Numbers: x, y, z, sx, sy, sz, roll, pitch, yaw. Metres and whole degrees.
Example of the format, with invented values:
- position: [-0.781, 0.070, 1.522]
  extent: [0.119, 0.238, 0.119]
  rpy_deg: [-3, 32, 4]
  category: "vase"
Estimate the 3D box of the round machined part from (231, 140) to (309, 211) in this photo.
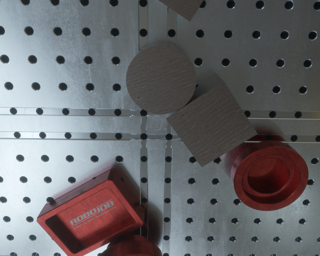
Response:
- position: [0.147, 0.062, 0.428]
  extent: [0.099, 0.042, 0.097]
  rpy_deg: [0, 110, 0]
  category: "round machined part"

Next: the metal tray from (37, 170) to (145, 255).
- position: [-0.100, 0.130, 0.457]
  extent: [0.130, 0.030, 0.090]
  rpy_deg: [-29, 108, 10]
  category: "metal tray"

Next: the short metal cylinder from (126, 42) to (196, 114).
- position: [0.001, -0.062, 0.377]
  extent: [0.081, 0.050, 0.079]
  rpy_deg: [0, 110, 0]
  category: "short metal cylinder"

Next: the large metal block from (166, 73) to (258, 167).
- position: [0.063, -0.011, 0.397]
  extent: [0.080, 0.050, 0.080]
  rpy_deg: [-33, 107, 11]
  category: "large metal block"

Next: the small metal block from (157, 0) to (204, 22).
- position: [0.027, -0.159, 0.355]
  extent: [0.050, 0.025, 0.050]
  rpy_deg: [31, 107, -11]
  category: "small metal block"

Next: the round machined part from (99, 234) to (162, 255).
- position: [-0.045, 0.198, 0.467]
  extent: [0.099, 0.042, 0.097]
  rpy_deg: [-6, 127, -8]
  category: "round machined part"
